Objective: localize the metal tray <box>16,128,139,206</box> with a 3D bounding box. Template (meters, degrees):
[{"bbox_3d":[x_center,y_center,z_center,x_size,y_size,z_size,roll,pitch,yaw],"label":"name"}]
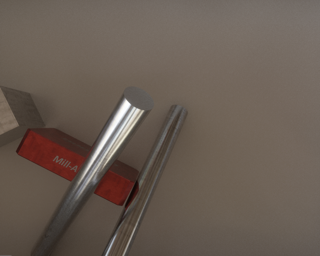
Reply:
[{"bbox_3d":[-0.092,0.043,0.377,0.130,0.090,0.030,27,90,-1],"label":"metal tray"}]

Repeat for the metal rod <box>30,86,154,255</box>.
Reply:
[{"bbox_3d":[-0.087,0.072,0.322,0.025,0.025,0.298,37,127,-1],"label":"metal rod"}]

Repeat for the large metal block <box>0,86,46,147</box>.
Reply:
[{"bbox_3d":[-0.203,-0.008,0.381,0.080,0.080,0.050,-26,90,0],"label":"large metal block"}]

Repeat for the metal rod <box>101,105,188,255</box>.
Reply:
[{"bbox_3d":[-0.030,0.096,0.341,0.025,0.025,0.300,25,61,0],"label":"metal rod"}]
